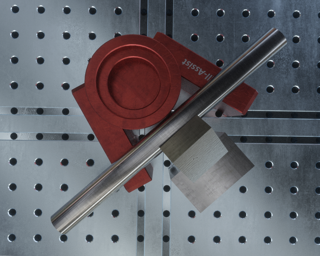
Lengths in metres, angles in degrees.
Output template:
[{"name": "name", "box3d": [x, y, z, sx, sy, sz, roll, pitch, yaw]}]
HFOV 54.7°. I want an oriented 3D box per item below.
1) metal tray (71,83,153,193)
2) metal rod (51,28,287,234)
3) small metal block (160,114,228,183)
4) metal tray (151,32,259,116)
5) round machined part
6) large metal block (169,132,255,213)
[{"name": "metal tray", "box3d": [-0.053, 0.008, 0.380, 0.030, 0.090, 0.130, -29, 90, 0]}, {"name": "metal rod", "box3d": [0.010, 0.003, 0.323, 0.300, 0.025, 0.025, -41, 91, -1]}, {"name": "small metal block", "box3d": [0.036, 0.023, 0.320, 0.050, 0.050, 0.025, -43, 46, 0]}, {"name": "metal tray", "box3d": [0.046, -0.061, 0.380, 0.130, 0.090, 0.030, 31, 91, -1]}, {"name": "round machined part", "box3d": [-0.028, -0.047, 0.336, 0.099, 0.042, 0.097, 0, 90, -1]}, {"name": "large metal block", "box3d": [0.058, 0.049, 0.383, 0.080, 0.080, 0.050, -41, 91, 0]}]
